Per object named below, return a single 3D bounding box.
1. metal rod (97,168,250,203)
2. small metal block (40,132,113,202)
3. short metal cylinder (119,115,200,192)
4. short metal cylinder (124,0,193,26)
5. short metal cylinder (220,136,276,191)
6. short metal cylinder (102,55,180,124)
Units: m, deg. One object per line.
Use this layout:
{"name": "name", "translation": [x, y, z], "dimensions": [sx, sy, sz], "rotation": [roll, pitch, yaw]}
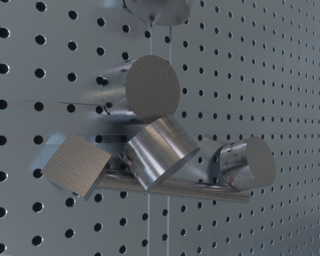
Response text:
{"name": "metal rod", "translation": [0.031, 0.085, 0.435], "dimensions": [0.302, 0.025, 0.025], "rotation": [16, 80, -39]}
{"name": "small metal block", "translation": [-0.084, 0.041, 0.321], "dimensions": [0.050, 0.025, 0.050], "rotation": [28, 66, 7]}
{"name": "short metal cylinder", "translation": [0.000, 0.030, 0.363], "dimensions": [0.081, 0.080, 0.050], "rotation": [-29, 73, -36]}
{"name": "short metal cylinder", "translation": [0.002, -0.167, 0.375], "dimensions": [0.080, 0.080, 0.050], "rotation": [22, 76, -38]}
{"name": "short metal cylinder", "translation": [0.142, 0.058, 0.499], "dimensions": [0.080, 0.050, 0.080], "rotation": [18, 61, -37]}
{"name": "short metal cylinder", "translation": [-0.022, -0.044, 0.375], "dimensions": [0.081, 0.050, 0.079], "rotation": [0, 90, -40]}
